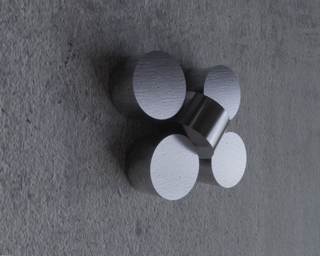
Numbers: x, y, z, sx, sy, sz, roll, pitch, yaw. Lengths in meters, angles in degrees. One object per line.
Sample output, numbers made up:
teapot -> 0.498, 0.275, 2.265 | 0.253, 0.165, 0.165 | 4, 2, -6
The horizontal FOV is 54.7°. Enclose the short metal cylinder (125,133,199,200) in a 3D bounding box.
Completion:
short metal cylinder -> 0.004, 0.047, 0.394 | 0.081, 0.050, 0.079 | 0, 90, -40

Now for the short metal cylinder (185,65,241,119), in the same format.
short metal cylinder -> 0.072, -0.048, 0.450 | 0.081, 0.050, 0.079 | 0, 90, -40

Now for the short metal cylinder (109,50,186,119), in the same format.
short metal cylinder -> -0.015, -0.050, 0.378 | 0.081, 0.050, 0.079 | 0, 90, -40

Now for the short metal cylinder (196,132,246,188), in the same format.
short metal cylinder -> 0.084, 0.045, 0.462 | 0.081, 0.050, 0.079 | 0, 90, -40

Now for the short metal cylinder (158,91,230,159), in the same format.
short metal cylinder -> 0.045, -0.003, 0.411 | 0.080, 0.080, 0.050 | 47, 62, -30
